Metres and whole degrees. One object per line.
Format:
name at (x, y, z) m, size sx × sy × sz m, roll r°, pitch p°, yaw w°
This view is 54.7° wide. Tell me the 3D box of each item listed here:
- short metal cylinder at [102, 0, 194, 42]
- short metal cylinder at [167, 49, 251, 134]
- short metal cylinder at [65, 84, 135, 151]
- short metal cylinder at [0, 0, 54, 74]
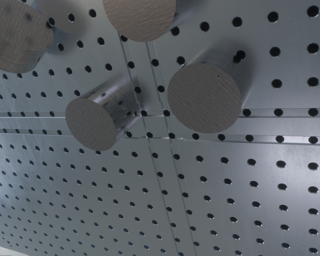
short metal cylinder at (-0.011, -0.135, 0.318) m, size 0.080 × 0.050 × 0.079 m, roll 13°, pitch 124°, yaw 21°
short metal cylinder at (0.055, -0.041, 0.341) m, size 0.080 × 0.050 × 0.079 m, roll 13°, pitch 124°, yaw 21°
short metal cylinder at (-0.082, -0.015, 0.429) m, size 0.080 × 0.050 × 0.079 m, roll 13°, pitch 124°, yaw 21°
short metal cylinder at (-0.188, -0.118, 0.402) m, size 0.080 × 0.080 × 0.050 m, roll 49°, pitch 129°, yaw -7°
